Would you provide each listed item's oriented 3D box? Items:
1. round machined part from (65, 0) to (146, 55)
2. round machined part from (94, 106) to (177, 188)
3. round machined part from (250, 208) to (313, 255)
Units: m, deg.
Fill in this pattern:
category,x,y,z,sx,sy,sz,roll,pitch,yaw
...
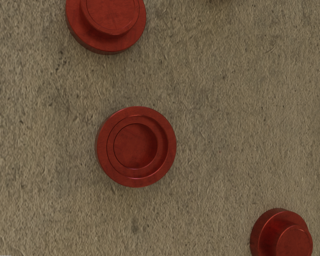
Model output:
category,x,y,z,sx,sy,sz,roll,pitch,yaw
round machined part,-0.063,-0.142,0.376,0.099,0.042,0.097,0,90,-20
round machined part,-0.032,0.022,0.388,0.099,0.042,0.097,0,90,-20
round machined part,0.190,0.175,0.470,0.099,0.042,0.097,0,90,-20
